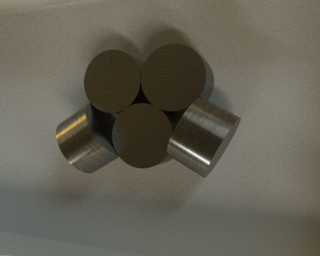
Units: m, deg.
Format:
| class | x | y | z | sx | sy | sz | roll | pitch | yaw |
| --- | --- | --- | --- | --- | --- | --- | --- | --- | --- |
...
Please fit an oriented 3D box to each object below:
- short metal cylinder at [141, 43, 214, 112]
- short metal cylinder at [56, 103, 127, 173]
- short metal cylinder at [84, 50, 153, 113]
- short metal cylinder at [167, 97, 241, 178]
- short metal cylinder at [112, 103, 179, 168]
| class | x | y | z | sx | sy | sz | roll | pitch | yaw |
| --- | --- | --- | --- | --- | --- | --- | --- | --- | --- |
| short metal cylinder | 0.023 | -0.060 | 0.387 | 0.080 | 0.050 | 0.080 | 0 | 90 | 20 |
| short metal cylinder | -0.089 | 0.013 | 0.411 | 0.050 | 0.080 | 0.080 | -32 | 80 | 17 |
| short metal cylinder | -0.053 | -0.059 | 0.414 | 0.080 | 0.050 | 0.080 | 0 | 90 | 20 |
| short metal cylinder | 0.051 | 0.011 | 0.361 | 0.050 | 0.080 | 0.080 | 31 | 100 | 17 |
| short metal cylinder | -0.014 | 0.009 | 0.400 | 0.080 | 0.050 | 0.080 | 0 | 90 | 20 |
